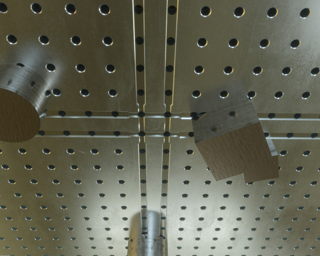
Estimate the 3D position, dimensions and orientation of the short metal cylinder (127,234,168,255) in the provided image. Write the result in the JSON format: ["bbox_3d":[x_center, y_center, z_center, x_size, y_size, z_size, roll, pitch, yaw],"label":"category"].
[{"bbox_3d":[-0.024,0.253,0.611,0.081,0.050,0.079,0,130,0],"label":"short metal cylinder"}]

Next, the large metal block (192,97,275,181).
[{"bbox_3d":[0.096,0.017,0.411,0.080,0.050,0.080,-20,128,16],"label":"large metal block"}]

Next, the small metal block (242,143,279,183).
[{"bbox_3d":[0.146,0.053,0.459,0.050,0.025,0.050,-12,130,9],"label":"small metal block"}]

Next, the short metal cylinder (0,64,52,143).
[{"bbox_3d":[-0.177,-0.029,0.368,0.081,0.050,0.079,0,130,0],"label":"short metal cylinder"}]
